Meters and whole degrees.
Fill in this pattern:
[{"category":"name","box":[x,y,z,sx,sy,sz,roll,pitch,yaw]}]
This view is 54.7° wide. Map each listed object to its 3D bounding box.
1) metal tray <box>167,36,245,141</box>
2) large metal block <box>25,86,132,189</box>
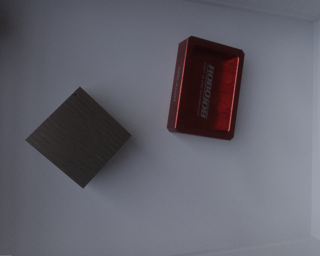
[{"category":"metal tray","box":[0.065,-0.052,0.432,0.091,0.030,0.129,9,87,-20]},{"category":"large metal block","box":[-0.095,0.010,0.363,0.080,0.050,0.080,45,76,-15]}]
